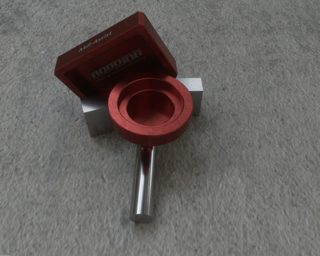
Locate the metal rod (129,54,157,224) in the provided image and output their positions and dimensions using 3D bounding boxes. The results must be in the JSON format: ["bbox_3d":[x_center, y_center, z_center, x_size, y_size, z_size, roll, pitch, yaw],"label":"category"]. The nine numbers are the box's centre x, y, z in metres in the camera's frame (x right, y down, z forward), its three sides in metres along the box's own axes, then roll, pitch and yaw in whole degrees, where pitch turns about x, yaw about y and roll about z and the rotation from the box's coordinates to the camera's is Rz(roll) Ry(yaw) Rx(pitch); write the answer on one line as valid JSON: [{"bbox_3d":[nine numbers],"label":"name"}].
[{"bbox_3d":[-0.014,-0.019,0.421,0.025,0.025,0.300,2,50,1],"label":"metal rod"}]

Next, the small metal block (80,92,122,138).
[{"bbox_3d":[-0.072,-0.018,0.402,0.050,0.050,0.025,-15,52,-13],"label":"small metal block"}]

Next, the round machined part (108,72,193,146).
[{"bbox_3d":[-0.011,-0.018,0.373,0.099,0.042,0.098,2,53,-2],"label":"round machined part"}]

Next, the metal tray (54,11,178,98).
[{"bbox_3d":[-0.055,-0.078,0.397,0.130,0.090,0.030,-23,46,19],"label":"metal tray"}]

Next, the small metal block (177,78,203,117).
[{"bbox_3d":[0.030,-0.041,0.423,0.050,0.050,0.025,-1,50,-2],"label":"small metal block"}]
